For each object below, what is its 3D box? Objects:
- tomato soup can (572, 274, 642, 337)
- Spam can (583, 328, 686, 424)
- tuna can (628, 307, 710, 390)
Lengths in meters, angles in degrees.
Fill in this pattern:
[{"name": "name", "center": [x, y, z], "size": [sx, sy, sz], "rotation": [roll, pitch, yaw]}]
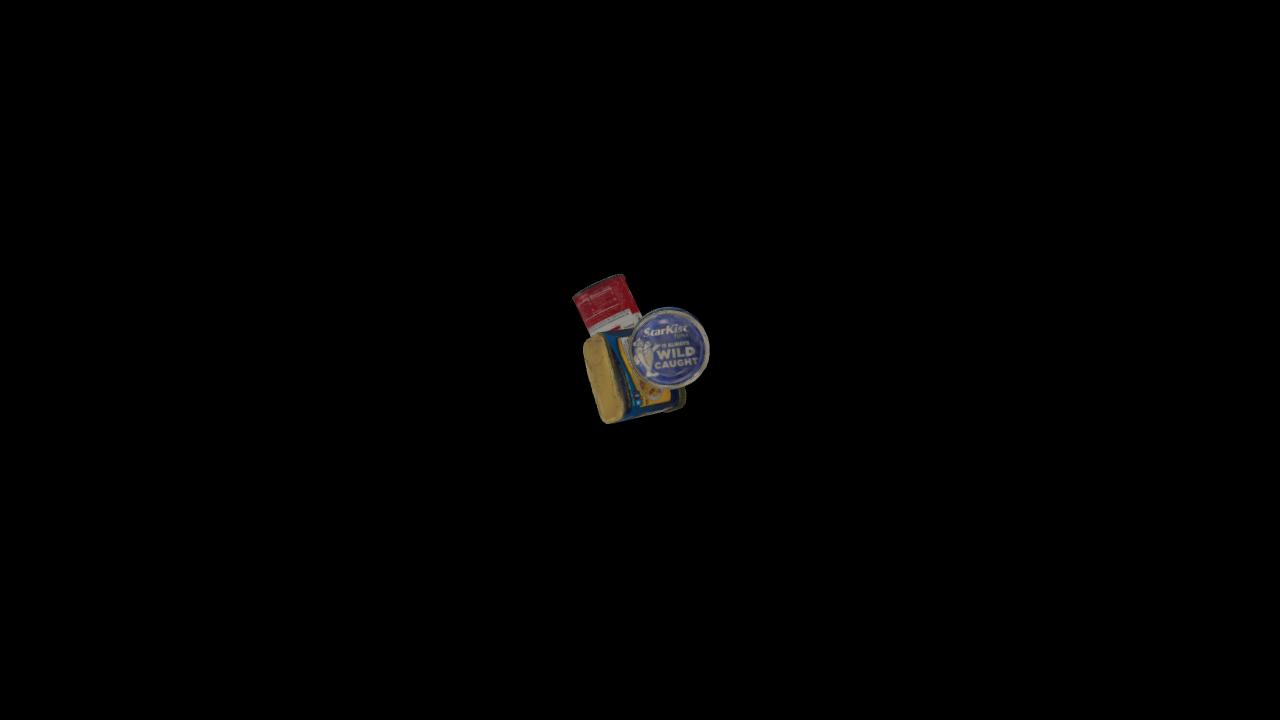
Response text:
[{"name": "tomato soup can", "center": [-0.029, -0.042, 0.726], "size": [0.068, 0.101, 0.068], "rotation": [-25, -1, -1]}, {"name": "Spam can", "center": [-0.007, 0.015, 0.678], "size": [0.085, 0.101, 0.058], "rotation": [-10, -12, -36]}, {"name": "tuna can", "center": [0.031, -0.014, 0.646], "size": [0.084, 0.084, 0.034], "rotation": [0, 14, 2]}]
